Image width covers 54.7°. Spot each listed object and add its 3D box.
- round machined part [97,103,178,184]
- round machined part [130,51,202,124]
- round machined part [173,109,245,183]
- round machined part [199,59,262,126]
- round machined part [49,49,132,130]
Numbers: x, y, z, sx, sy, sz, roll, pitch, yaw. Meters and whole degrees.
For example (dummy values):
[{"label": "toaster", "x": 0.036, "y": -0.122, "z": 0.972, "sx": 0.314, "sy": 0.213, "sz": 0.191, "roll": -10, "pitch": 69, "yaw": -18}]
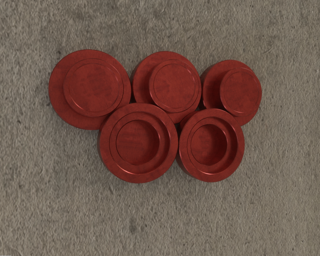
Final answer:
[{"label": "round machined part", "x": -0.030, "y": 0.018, "z": 0.391, "sx": 0.099, "sy": 0.042, "sz": 0.097, "roll": 0, "pitch": 90, "yaw": -21}, {"label": "round machined part", "x": 0.012, "y": -0.053, "z": 0.407, "sx": 0.099, "sy": 0.042, "sz": 0.097, "roll": 0, "pitch": 90, "yaw": -21}, {"label": "round machined part", "x": 0.063, "y": 0.023, "z": 0.426, "sx": 0.099, "sy": 0.042, "sz": 0.097, "roll": 0, "pitch": 90, "yaw": -21}, {"label": "round machined part", "x": 0.105, "y": -0.049, "z": 0.441, "sx": 0.099, "sy": 0.042, "sz": 0.097, "roll": 0, "pitch": 90, "yaw": -21}, {"label": "round machined part", "x": -0.081, "y": -0.046, "z": 0.372, "sx": 0.099, "sy": 0.042, "sz": 0.097, "roll": 0, "pitch": 90, "yaw": -21}]
